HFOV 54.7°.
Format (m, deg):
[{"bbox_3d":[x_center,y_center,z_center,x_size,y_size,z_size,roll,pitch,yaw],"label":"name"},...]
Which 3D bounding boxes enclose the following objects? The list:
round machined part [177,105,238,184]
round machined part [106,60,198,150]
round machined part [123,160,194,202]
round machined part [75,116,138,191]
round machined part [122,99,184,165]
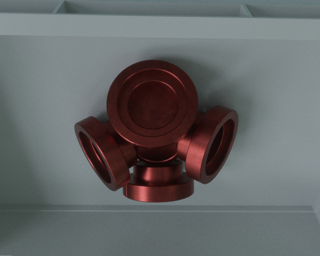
[{"bbox_3d":[0.057,0.017,0.388,0.042,0.099,0.097,23,137,28],"label":"round machined part"},{"bbox_3d":[-0.007,-0.024,0.351,0.099,0.098,0.042,-3,168,2],"label":"round machined part"},{"bbox_3d":[-0.003,0.067,0.428,0.099,0.098,0.042,-1,94,0],"label":"round machined part"},{"bbox_3d":[-0.065,0.028,0.394,0.042,0.098,0.097,-31,135,-24],"label":"round machined part"},{"bbox_3d":[-0.004,0.010,0.404,0.099,0.042,0.097,-1,130,0],"label":"round machined part"}]
